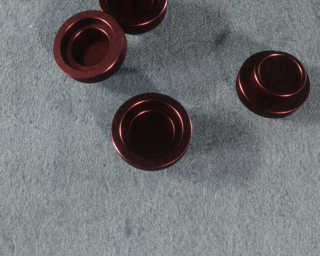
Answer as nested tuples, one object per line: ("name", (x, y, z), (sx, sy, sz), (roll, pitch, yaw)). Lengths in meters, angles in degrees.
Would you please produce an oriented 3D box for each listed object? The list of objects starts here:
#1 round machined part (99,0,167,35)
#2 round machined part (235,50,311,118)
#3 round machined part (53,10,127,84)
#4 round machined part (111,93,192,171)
("round machined part", (-0.039, -0.180, 0.465), (0.099, 0.042, 0.098), (0, 70, -1))
("round machined part", (0.158, -0.066, 0.425), (0.099, 0.042, 0.098), (0, 70, -1))
("round machined part", (-0.092, -0.108, 0.429), (0.098, 0.042, 0.097), (-2, 79, 11))
("round machined part", (-0.010, 0.007, 0.396), (0.099, 0.042, 0.098), (0, 70, -1))
